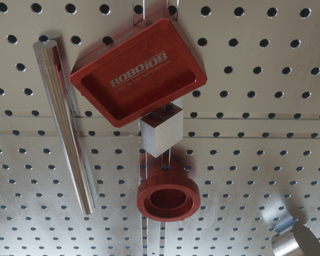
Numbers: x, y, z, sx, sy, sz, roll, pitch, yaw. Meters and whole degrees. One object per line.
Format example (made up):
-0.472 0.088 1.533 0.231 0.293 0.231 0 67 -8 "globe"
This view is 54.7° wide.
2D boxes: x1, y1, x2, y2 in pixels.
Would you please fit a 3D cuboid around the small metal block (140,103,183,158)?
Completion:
0.003 0.002 0.395 0.050 0.025 0.050 -34 140 -31 "small metal block"

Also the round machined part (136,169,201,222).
0.013 0.103 0.489 0.099 0.042 0.097 -1 130 0 "round machined part"

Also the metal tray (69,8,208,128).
-0.024 -0.062 0.354 0.130 0.030 0.090 -26 126 20 "metal tray"

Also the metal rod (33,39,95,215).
-0.123 0.023 0.429 0.025 0.025 0.298 0 130 0 "metal rod"

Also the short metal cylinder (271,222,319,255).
0.254 0.223 0.569 0.080 0.080 0.050 27 125 -22 "short metal cylinder"
